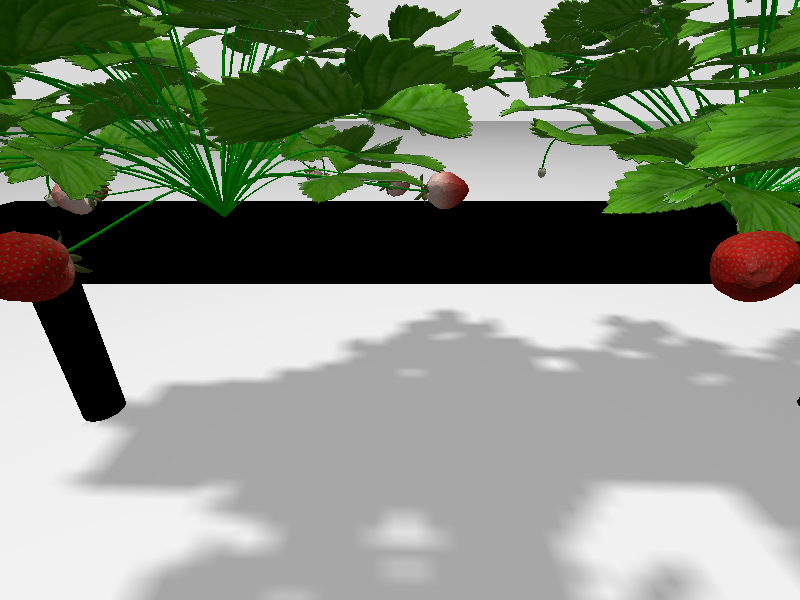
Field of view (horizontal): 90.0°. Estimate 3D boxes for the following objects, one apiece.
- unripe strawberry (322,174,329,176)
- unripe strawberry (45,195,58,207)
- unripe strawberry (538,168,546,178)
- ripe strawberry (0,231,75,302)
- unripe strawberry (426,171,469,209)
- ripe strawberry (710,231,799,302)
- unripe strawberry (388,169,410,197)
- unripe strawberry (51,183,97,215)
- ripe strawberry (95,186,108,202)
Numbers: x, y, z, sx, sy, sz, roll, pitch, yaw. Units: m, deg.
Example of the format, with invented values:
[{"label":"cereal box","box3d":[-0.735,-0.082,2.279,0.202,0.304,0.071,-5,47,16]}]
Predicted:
[{"label":"unripe strawberry","box3d":[-0.094,-0.151,0.498,0.011,0.011,0.010,9,27,18]},{"label":"unripe strawberry","box3d":[-0.317,-0.090,0.366,0.010,0.011,0.011,3,26,6]},{"label":"unripe strawberry","box3d":[0.175,-0.157,0.496,0.011,0.011,0.010,-17,31,-32]},{"label":"ripe strawberry","box3d":[-0.179,-0.013,0.187,0.039,0.035,0.035,3,26,7]},{"label":"unripe strawberry","box3d":[0.043,-0.101,0.369,0.040,0.034,0.039,-3,26,-7]},{"label":"ripe strawberry","box3d":[0.170,-0.015,0.193,0.034,0.036,0.037,18,31,32]},{"label":"unripe strawberry","box3d":[-0.001,-0.125,0.425,0.027,0.029,0.025,-13,29,-27]},{"label":"unripe strawberry","box3d":[-0.294,-0.093,0.359,0.034,0.033,0.031,2,26,6]},{"label":"ripe strawberry","box3d":[-0.307,-0.109,0.398,0.028,0.024,0.028,0,24,22]}]
